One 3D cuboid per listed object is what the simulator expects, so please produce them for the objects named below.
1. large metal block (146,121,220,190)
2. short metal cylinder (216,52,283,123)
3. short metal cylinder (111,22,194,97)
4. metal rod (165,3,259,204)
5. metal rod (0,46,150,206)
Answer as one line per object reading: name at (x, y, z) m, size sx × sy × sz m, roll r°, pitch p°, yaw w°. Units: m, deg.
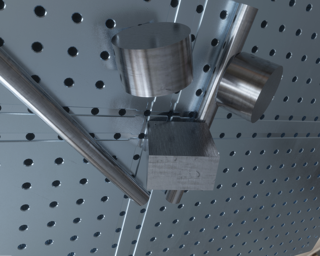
large metal block at (0.024, 0.033, 0.394) m, size 0.081 × 0.080 × 0.050 m, roll 2°, pitch 120°, yaw -5°
short metal cylinder at (0.117, -0.053, 0.406) m, size 0.080 × 0.050 × 0.080 m, roll -41°, pitch 148°, yaw -32°
short metal cylinder at (-0.006, -0.074, 0.326) m, size 0.081 × 0.080 × 0.050 m, roll -20°, pitch 126°, yaw -17°
metal rod at (0.064, -0.018, 0.434) m, size 0.025 × 0.025 × 0.298 m, roll 5°, pitch 116°, yaw -31°
metal rod at (-0.096, 0.012, 0.366) m, size 0.025 × 0.025 × 0.300 m, roll -39°, pitch 130°, yaw -2°
